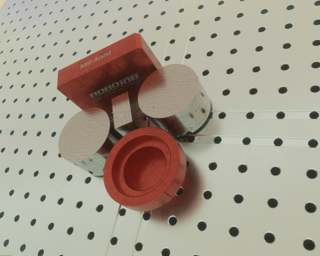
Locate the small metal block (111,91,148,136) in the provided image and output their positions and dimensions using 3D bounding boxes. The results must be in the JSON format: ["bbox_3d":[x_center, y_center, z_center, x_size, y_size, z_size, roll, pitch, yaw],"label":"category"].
[{"bbox_3d":[-0.039,-0.012,0.414,0.025,0.050,0.050,-23,53,15],"label":"small metal block"}]

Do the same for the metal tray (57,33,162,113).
[{"bbox_3d":[-0.065,-0.068,0.436,0.130,0.090,0.030,-22,54,16],"label":"metal tray"}]

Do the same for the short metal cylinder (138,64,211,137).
[{"bbox_3d":[0.019,-0.035,0.399,0.080,0.050,0.080,-13,56,21],"label":"short metal cylinder"}]

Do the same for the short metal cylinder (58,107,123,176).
[{"bbox_3d":[-0.089,0.019,0.422,0.080,0.050,0.080,-13,56,21],"label":"short metal cylinder"}]

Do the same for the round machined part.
[{"bbox_3d":[-0.014,0.051,0.368,0.098,0.042,0.098,-13,56,21],"label":"round machined part"}]
